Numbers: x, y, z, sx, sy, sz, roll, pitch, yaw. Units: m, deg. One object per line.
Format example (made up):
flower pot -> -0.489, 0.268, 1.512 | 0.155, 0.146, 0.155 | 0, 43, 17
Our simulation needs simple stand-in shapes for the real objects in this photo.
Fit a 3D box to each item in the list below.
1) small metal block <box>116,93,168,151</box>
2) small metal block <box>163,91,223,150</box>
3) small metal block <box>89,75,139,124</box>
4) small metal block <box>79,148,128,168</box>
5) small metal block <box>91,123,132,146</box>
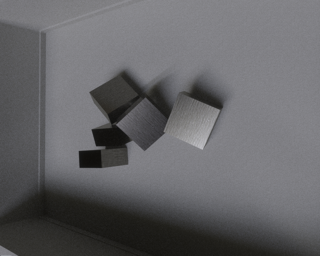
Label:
small metal block -> -0.019, -0.008, 0.394 | 0.050, 0.025, 0.050 | -42, 107, 10
small metal block -> 0.039, -0.010, 0.362 | 0.050, 0.025, 0.050 | 25, 107, 12
small metal block -> -0.063, -0.041, 0.438 | 0.050, 0.050, 0.025 | 47, 162, 29
small metal block -> -0.083, 0.044, 0.457 | 0.050, 0.050, 0.025 | -6, 87, 39
small metal block -> -0.057, 0.006, 0.432 | 0.050, 0.050, 0.025 | -4, 104, 40
